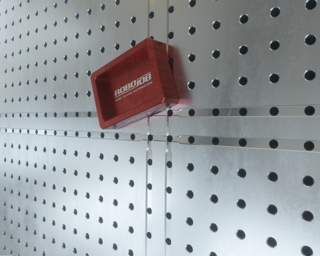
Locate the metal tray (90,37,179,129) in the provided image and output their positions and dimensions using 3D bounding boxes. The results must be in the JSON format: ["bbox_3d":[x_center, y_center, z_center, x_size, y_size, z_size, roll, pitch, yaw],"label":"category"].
[{"bbox_3d":[-0.041,-0.058,0.441,0.130,0.030,0.090,-21,77,38],"label":"metal tray"}]
